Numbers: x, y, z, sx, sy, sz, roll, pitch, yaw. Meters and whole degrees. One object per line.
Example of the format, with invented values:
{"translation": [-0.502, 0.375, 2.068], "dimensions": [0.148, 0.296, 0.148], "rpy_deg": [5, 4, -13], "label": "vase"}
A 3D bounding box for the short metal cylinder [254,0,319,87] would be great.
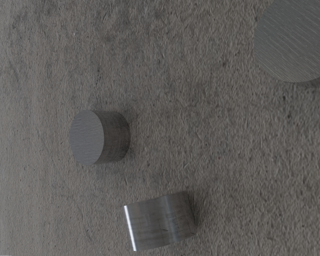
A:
{"translation": [0.133, -0.078, 0.278], "dimensions": [0.080, 0.050, 0.080], "rpy_deg": [0, 90, 40], "label": "short metal cylinder"}

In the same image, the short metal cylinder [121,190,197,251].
{"translation": [-0.001, 0.109, 0.370], "dimensions": [0.080, 0.081, 0.050], "rpy_deg": [-23, 76, 38], "label": "short metal cylinder"}

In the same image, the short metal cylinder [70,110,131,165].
{"translation": [-0.090, 0.014, 0.464], "dimensions": [0.080, 0.050, 0.080], "rpy_deg": [0, 90, 40], "label": "short metal cylinder"}
